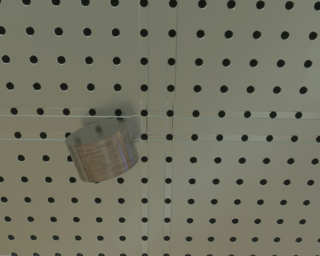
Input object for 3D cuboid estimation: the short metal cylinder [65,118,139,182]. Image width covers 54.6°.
[{"bbox_3d":[-0.072,0.026,0.393,0.080,0.080,0.050,-14,110,5],"label":"short metal cylinder"}]
